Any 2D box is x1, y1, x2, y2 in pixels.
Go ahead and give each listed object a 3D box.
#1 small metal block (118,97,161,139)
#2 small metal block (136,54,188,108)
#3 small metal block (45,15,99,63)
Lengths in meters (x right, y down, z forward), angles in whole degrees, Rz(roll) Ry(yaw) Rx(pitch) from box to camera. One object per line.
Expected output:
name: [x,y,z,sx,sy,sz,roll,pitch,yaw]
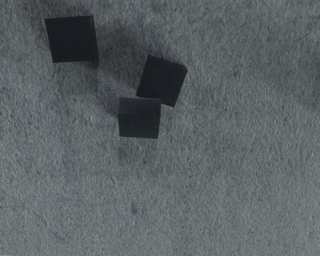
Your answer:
small metal block: [-0.026,-0.011,0.392,0.050,0.025,0.050,4,145,-2]
small metal block: [0.002,-0.059,0.388,0.050,0.025,0.050,17,109,-7]
small metal block: [-0.103,-0.106,0.369,0.050,0.025,0.050,-4,110,1]
